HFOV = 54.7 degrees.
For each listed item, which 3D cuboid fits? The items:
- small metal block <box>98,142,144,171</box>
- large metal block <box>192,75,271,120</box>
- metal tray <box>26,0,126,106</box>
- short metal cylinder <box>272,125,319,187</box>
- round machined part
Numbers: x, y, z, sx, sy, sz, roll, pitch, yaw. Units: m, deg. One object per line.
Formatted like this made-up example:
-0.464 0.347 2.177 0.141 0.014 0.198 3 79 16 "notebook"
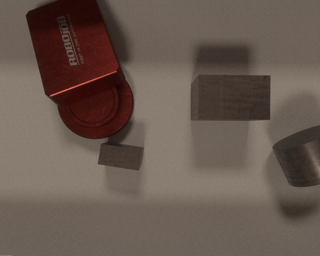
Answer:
-0.048 0.035 0.398 0.050 0.050 0.025 9 90 -1 "small metal block"
0.083 -0.035 0.385 0.081 0.080 0.050 1 90 -1 "large metal block"
-0.106 -0.102 0.386 0.090 0.030 0.130 -21 70 -1 "metal tray"
0.190 0.033 0.387 0.080 0.080 0.050 -24 90 0 "short metal cylinder"
-0.084 -0.034 0.402 0.099 0.042 0.097 0 90 -1 "round machined part"
